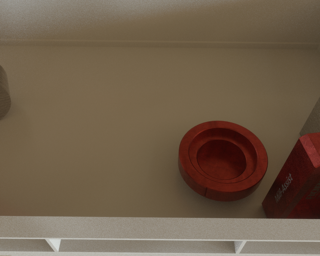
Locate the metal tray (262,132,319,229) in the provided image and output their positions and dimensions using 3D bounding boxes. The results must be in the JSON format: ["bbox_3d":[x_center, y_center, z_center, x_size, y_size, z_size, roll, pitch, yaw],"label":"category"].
[{"bbox_3d":[0.160,0.053,0.295,0.091,0.129,0.030,-6,51,-5],"label":"metal tray"}]

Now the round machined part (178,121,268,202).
[{"bbox_3d":[0.070,0.041,0.360,0.099,0.042,0.098,0,50,0],"label":"round machined part"}]

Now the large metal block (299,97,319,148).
[{"bbox_3d":[0.215,0.011,0.363,0.050,0.080,0.080,-1,50,-2],"label":"large metal block"}]

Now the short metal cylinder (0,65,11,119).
[{"bbox_3d":[-0.243,-0.049,0.407,0.081,0.080,0.050,-17,52,-15],"label":"short metal cylinder"}]
